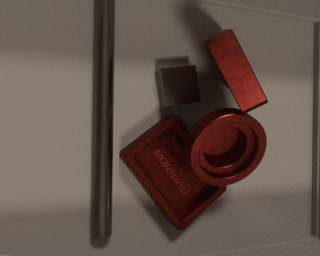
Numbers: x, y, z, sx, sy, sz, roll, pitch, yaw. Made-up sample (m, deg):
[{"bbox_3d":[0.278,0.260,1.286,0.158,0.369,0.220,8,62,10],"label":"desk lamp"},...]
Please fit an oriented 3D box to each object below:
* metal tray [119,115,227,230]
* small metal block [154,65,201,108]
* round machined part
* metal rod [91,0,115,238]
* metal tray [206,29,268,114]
[{"bbox_3d":[0.020,0.059,0.416,0.090,0.030,0.130,-38,103,-16],"label":"metal tray"},{"bbox_3d":[0.024,-0.056,0.420,0.050,0.025,0.050,-10,94,-20],"label":"small metal block"},{"bbox_3d":[0.078,0.020,0.387,0.099,0.042,0.097,-6,115,-12],"label":"round machined part"},{"bbox_3d":[-0.070,-0.016,0.385,0.025,0.025,0.298,1,90,-20],"label":"metal rod"},{"bbox_3d":[0.093,-0.077,0.393,0.030,0.130,0.090,-27,101,16],"label":"metal tray"}]
